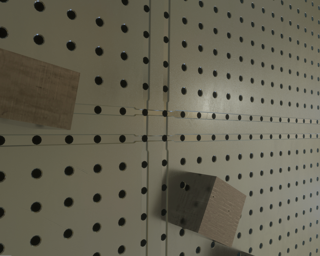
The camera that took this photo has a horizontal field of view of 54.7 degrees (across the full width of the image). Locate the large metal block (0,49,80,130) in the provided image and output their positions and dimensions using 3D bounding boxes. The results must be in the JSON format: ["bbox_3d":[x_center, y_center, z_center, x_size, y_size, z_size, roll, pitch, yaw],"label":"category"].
[{"bbox_3d":[-0.128,-0.030,0.267,0.081,0.080,0.050,13,82,-40],"label":"large metal block"}]

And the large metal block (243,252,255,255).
[{"bbox_3d":[0.179,0.269,0.528,0.050,0.080,0.080,34,69,-35],"label":"large metal block"}]

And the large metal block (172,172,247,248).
[{"bbox_3d":[0.075,0.121,0.459,0.080,0.050,0.080,35,69,-35],"label":"large metal block"}]
